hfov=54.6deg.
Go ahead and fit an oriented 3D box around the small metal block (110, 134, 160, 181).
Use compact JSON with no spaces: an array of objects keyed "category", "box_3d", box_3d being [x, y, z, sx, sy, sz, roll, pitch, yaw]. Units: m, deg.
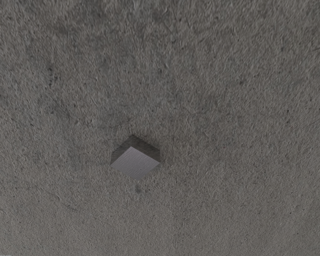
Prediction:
[{"category":"small metal block","box_3d":[-0.035,0.043,0.443,0.050,0.025,0.050,33,123,-25]}]
